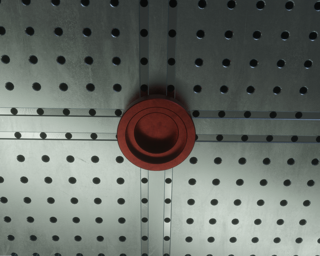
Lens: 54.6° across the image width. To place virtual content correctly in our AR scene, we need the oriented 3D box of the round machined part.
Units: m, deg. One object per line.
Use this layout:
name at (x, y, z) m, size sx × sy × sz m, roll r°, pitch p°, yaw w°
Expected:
round machined part at (-0.005, 0.003, 0.405) m, size 0.099 × 0.042 × 0.097 m, roll 0°, pitch 110°, yaw 0°
